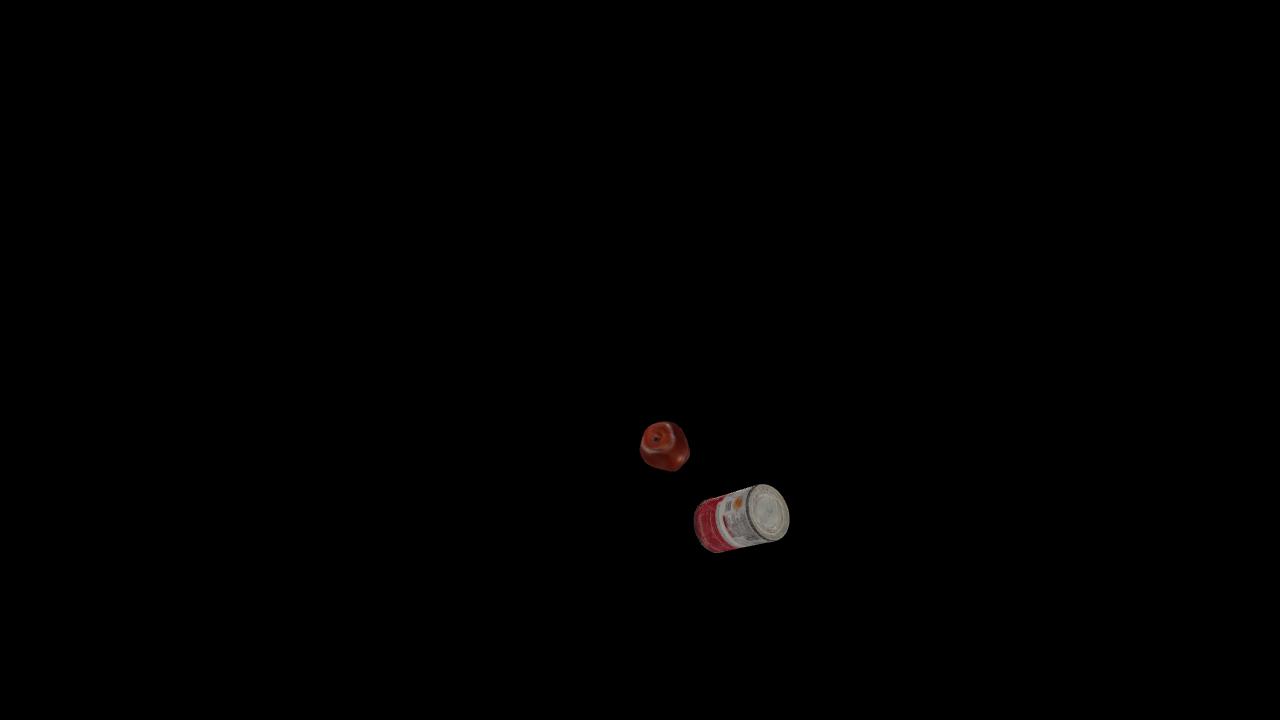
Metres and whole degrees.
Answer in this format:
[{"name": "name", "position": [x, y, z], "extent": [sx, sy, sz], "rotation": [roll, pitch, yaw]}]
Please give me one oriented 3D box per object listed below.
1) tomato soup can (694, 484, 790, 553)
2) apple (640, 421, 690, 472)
[{"name": "tomato soup can", "position": [0.121, 0.192, 0.743], "extent": [0.068, 0.068, 0.101], "rotation": [0, -22, -36]}, {"name": "apple", "position": [0.041, 0.142, 0.992], "extent": [0.079, 0.079, 0.093], "rotation": [0, -29, 27]}]
